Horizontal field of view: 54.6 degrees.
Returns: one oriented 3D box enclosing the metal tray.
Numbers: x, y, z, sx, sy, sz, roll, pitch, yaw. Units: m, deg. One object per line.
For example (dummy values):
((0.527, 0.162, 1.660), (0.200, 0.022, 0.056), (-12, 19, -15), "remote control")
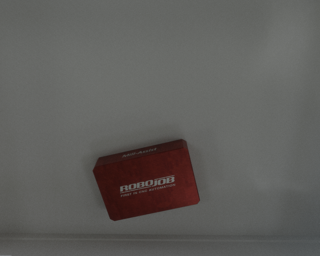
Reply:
((-0.017, 0.074, 0.436), (0.131, 0.030, 0.090), (-13, 110, 4), "metal tray")
